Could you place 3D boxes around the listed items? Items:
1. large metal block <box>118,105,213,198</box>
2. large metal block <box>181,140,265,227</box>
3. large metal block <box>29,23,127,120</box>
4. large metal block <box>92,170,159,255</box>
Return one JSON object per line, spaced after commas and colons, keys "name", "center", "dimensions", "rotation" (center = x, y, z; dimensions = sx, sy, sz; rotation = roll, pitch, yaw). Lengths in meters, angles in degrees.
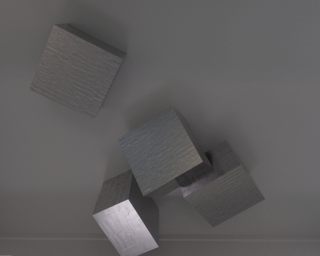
{"name": "large metal block", "center": [0.007, 0.032, 0.388], "dimensions": [0.080, 0.050, 0.080], "rotation": [-32, 66, 11]}
{"name": "large metal block", "center": [0.080, 0.076, 0.415], "dimensions": [0.080, 0.050, 0.080], "rotation": [-33, 124, 11]}
{"name": "large metal block", "center": [-0.095, -0.069, 0.372], "dimensions": [0.080, 0.050, 0.080], "rotation": [26, 108, -9]}
{"name": "large metal block", "center": [-0.042, 0.115, 0.424], "dimensions": [0.050, 0.080, 0.080], "rotation": [-26, 108, 9]}
